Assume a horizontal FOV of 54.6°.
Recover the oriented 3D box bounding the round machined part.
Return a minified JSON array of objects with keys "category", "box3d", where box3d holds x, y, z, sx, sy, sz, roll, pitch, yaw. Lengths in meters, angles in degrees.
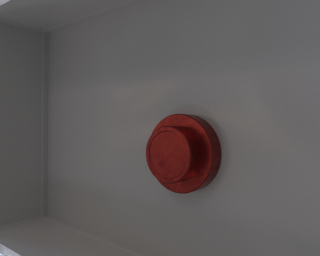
[{"category":"round machined part","box3d":[0.021,0.031,0.379,0.098,0.042,0.097,0,90,40]}]
